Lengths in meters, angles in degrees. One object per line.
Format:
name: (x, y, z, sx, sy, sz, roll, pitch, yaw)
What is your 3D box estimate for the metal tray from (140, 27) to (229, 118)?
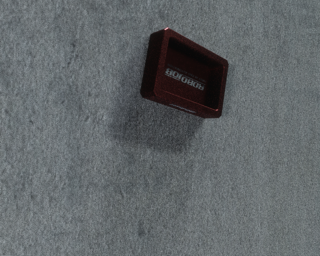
metal tray: (0.039, -0.071, 0.432, 0.131, 0.030, 0.090, 15, 80, -39)
